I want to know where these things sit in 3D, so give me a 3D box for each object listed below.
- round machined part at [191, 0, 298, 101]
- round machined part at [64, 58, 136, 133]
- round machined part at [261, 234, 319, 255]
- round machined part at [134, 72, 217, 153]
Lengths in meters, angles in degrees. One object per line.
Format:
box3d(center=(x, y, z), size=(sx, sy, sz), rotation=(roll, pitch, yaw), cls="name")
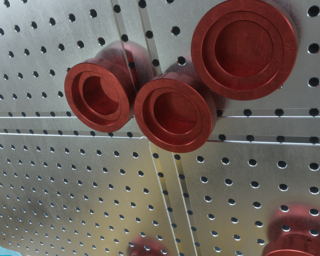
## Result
box3d(center=(0.084, -0.080, 0.307), size=(0.098, 0.042, 0.097), rotation=(13, 124, 21), cls="round machined part")
box3d(center=(-0.073, -0.046, 0.411), size=(0.098, 0.042, 0.097), rotation=(13, 124, 21), cls="round machined part")
box3d(center=(0.187, 0.182, 0.414), size=(0.098, 0.042, 0.097), rotation=(13, 124, 21), cls="round machined part")
box3d(center=(0.021, -0.022, 0.376), size=(0.098, 0.042, 0.097), rotation=(13, 124, 21), cls="round machined part")
